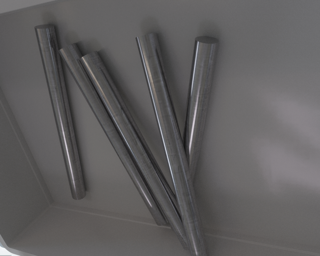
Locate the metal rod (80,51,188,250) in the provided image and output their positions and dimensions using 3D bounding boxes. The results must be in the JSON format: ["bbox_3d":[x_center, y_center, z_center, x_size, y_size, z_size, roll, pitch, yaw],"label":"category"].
[{"bbox_3d":[-0.024,0.037,0.423,0.025,0.025,0.299,-21,101,36],"label":"metal rod"}]

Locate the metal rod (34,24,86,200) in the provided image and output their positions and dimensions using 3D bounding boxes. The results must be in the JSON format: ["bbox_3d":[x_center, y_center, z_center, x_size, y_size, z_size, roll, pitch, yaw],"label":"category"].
[{"bbox_3d":[-0.149,-0.006,0.483,0.025,0.025,0.298,13,124,21],"label":"metal rod"}]

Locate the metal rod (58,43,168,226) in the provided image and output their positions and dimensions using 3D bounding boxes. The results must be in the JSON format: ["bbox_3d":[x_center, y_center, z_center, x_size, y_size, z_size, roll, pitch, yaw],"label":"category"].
[{"bbox_3d":[-0.058,0.021,0.452,0.025,0.025,0.299,-14,111,34],"label":"metal rod"}]

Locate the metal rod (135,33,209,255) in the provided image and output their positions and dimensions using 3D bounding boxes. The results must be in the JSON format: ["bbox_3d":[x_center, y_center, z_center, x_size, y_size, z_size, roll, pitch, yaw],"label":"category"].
[{"bbox_3d":[0.020,0.035,0.388,0.025,0.025,0.298,-6,106,31],"label":"metal rod"}]

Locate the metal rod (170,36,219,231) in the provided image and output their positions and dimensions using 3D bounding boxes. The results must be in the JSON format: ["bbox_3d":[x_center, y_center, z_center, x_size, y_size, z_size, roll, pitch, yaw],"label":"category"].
[{"bbox_3d":[0.039,0.031,0.407,0.025,0.025,0.298,17,125,18],"label":"metal rod"}]
